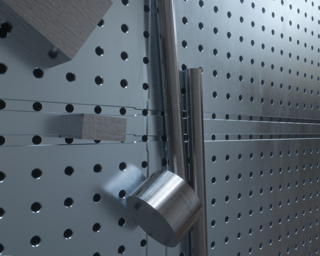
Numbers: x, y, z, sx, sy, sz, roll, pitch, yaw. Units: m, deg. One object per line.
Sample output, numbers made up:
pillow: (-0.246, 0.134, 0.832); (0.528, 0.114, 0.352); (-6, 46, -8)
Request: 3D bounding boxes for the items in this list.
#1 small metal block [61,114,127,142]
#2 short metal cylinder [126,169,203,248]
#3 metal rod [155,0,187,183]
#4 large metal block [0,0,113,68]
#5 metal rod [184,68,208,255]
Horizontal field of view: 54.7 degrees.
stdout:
small metal block: (-0.072, 0.000, 0.334); (0.050, 0.050, 0.025); (6, 86, -40)
short metal cylinder: (0.005, 0.098, 0.380); (0.050, 0.080, 0.080); (-41, 115, -33)
metal rod: (0.017, -0.042, 0.425); (0.025, 0.025, 0.298); (-8, 95, -40)
large metal block: (-0.107, -0.119, 0.304); (0.080, 0.050, 0.080); (42, 65, -32)
metal rod: (0.054, 0.063, 0.456); (0.025, 0.025, 0.298); (-4, 93, -40)
